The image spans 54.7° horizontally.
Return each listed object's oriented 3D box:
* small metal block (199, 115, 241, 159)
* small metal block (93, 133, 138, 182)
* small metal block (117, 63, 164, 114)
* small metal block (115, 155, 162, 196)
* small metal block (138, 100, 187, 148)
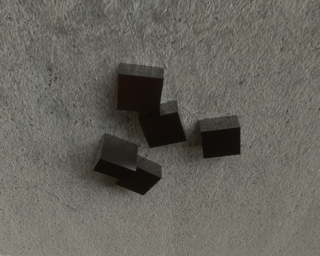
[{"bbox_3d":[0.081,0.013,0.419,0.050,0.025,0.050,-7,130,6],"label":"small metal block"},{"bbox_3d":[-0.060,0.040,0.424,0.050,0.050,0.025,23,127,-18],"label":"small metal block"},{"bbox_3d":[-0.024,-0.046,0.367,0.050,0.025,0.050,5,130,-5],"label":"small metal block"},{"bbox_3d":[-0.032,0.070,0.467,0.050,0.025,0.050,27,125,-22],"label":"small metal block"},{"bbox_3d":[0.004,-0.004,0.403,0.050,0.025,0.050,-12,129,10],"label":"small metal block"}]
